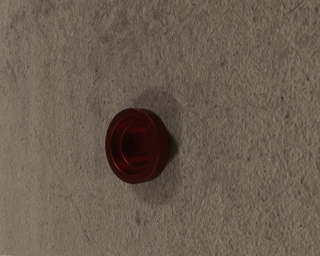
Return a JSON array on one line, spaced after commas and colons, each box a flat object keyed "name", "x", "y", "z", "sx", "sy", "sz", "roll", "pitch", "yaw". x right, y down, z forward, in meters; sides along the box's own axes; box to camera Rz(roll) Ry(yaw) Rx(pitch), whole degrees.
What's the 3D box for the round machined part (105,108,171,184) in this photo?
[{"name": "round machined part", "x": -0.025, "y": 0.023, "z": 0.412, "sx": 0.098, "sy": 0.042, "sz": 0.097, "roll": 0, "pitch": 90, "yaw": 39}]
